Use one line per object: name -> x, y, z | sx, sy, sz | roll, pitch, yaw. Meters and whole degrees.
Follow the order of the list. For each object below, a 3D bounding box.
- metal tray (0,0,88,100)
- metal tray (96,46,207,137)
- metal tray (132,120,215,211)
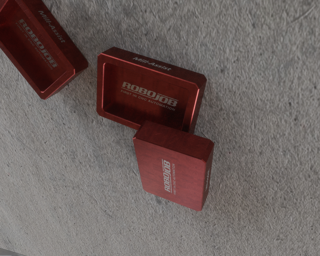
metal tray -> -0.170, -0.113, 0.422 | 0.090, 0.030, 0.130 | -28, 103, 37
metal tray -> -0.016, -0.039, 0.387 | 0.130, 0.030, 0.089 | 21, 126, 15
metal tray -> 0.018, 0.053, 0.402 | 0.090, 0.030, 0.129 | 17, 144, 18
